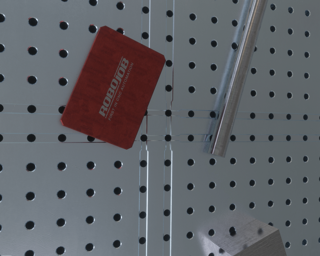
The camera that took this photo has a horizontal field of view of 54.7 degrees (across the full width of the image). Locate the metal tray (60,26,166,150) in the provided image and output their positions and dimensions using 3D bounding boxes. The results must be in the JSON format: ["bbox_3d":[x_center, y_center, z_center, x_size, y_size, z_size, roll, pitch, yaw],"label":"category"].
[{"bbox_3d":[-0.058,-0.048,0.389,0.091,0.030,0.130,23,82,-19],"label":"metal tray"}]

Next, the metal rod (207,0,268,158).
[{"bbox_3d":[0.123,-0.103,0.457,0.025,0.025,0.299,19,84,-19],"label":"metal rod"}]

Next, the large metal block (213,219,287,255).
[{"bbox_3d":[0.135,0.193,0.450,0.081,0.050,0.080,-21,97,-19],"label":"large metal block"}]
